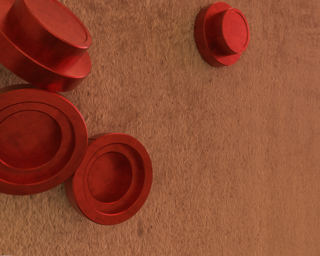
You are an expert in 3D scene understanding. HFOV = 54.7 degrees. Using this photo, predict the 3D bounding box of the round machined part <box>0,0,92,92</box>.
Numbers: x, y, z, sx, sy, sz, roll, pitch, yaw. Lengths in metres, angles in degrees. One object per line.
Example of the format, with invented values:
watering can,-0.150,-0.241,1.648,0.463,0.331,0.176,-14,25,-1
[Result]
round machined part,-0.101,-0.082,0.275,0.098,0.042,0.098,39,26,-22

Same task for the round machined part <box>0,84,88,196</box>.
round machined part,-0.120,0.008,0.280,0.099,0.042,0.097,-12,114,-26

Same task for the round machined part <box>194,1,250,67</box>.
round machined part,0.102,-0.146,0.478,0.099,0.042,0.097,0,90,-40

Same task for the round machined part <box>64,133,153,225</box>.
round machined part,-0.059,0.054,0.344,0.099,0.042,0.097,0,90,-40
